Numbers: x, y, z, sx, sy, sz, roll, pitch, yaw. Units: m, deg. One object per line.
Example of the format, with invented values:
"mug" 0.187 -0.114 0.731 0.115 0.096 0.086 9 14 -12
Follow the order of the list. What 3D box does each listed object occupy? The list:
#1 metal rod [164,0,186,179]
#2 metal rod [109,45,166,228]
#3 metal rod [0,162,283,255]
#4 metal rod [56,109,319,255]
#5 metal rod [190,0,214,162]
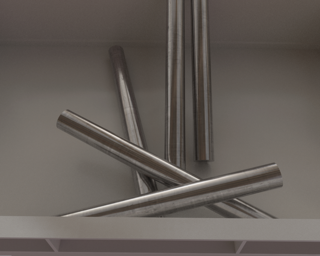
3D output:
"metal rod" 0.020 -0.084 0.399 0.025 0.025 0.299 1 74 0
"metal rod" -0.039 -0.013 0.415 0.025 0.025 0.300 -10 51 -8
"metal rod" -0.033 0.081 0.303 0.302 0.025 0.025 -14 51 1
"metal rod" 0.021 0.056 0.332 0.301 0.025 0.025 27 54 10
"metal rod" 0.054 -0.105 0.410 0.025 0.025 0.299 0 76 0
